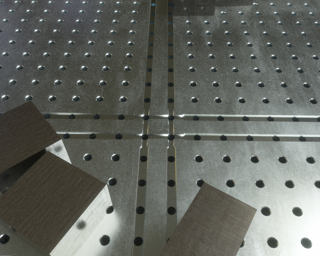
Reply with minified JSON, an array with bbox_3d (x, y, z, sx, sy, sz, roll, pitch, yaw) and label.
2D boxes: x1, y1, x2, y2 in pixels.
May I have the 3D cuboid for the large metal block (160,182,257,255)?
[{"bbox_3d":[0.040,0.110,0.280,0.050,0.080,0.080,26,55,20],"label":"large metal block"}]

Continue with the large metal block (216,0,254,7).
[{"bbox_3d":[0.147,-0.296,0.641,0.080,0.050,0.080,-3,50,-3],"label":"large metal block"}]

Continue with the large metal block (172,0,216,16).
[{"bbox_3d":[0.065,-0.267,0.617,0.080,0.050,0.080,-2,50,-2],"label":"large metal block"}]

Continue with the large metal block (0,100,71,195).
[{"bbox_3d":[-0.167,0.024,0.370,0.080,0.050,0.080,-32,57,-24],"label":"large metal block"}]

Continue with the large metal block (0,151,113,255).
[{"bbox_3d":[-0.109,0.083,0.322,0.080,0.050,0.080,25,54,19],"label":"large metal block"}]
